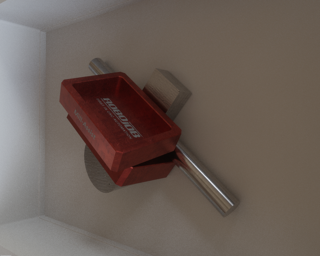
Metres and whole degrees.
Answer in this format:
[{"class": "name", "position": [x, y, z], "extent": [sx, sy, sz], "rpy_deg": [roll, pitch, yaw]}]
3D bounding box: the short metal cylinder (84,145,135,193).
[{"class": "short metal cylinder", "position": [-0.061, 0.044, 0.430], "extent": [0.080, 0.050, 0.079], "rpy_deg": [10, 104, 44]}]

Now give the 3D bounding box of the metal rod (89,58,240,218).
[{"class": "metal rod", "position": [-0.011, -0.005, 0.414], "extent": [0.300, 0.025, 0.025], "rpy_deg": [46, 118, 29]}]

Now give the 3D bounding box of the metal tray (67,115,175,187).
[{"class": "metal tray", "position": [-0.050, 0.013, 0.401], "extent": [0.130, 0.091, 0.030], "rpy_deg": [47, 118, 29]}]

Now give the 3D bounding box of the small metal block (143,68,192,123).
[{"class": "small metal block", "position": [0.005, -0.041, 0.399], "extent": [0.050, 0.025, 0.050], "rpy_deg": [48, 118, 29]}]

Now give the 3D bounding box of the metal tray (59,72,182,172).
[{"class": "metal tray", "position": [-0.049, -0.015, 0.368], "extent": [0.130, 0.091, 0.030], "rpy_deg": [47, 135, 29]}]
